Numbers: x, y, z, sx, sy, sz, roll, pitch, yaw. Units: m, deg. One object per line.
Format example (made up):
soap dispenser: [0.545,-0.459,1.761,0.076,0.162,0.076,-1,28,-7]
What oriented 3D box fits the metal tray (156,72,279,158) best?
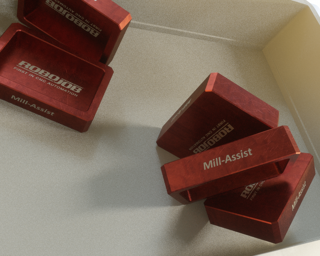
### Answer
metal tray: [0.063,0.002,0.371,0.090,0.129,0.030,30,52,-9]

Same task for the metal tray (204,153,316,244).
metal tray: [0.126,0.075,0.386,0.131,0.090,0.030,-39,121,-39]

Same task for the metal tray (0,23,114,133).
metal tray: [-0.131,-0.060,0.368,0.131,0.030,0.090,24,53,-13]

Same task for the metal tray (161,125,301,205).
metal tray: [0.075,0.045,0.336,0.130,0.090,0.030,-19,66,7]

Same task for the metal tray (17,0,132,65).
metal tray: [-0.110,-0.139,0.389,0.130,0.090,0.030,33,52,-7]
